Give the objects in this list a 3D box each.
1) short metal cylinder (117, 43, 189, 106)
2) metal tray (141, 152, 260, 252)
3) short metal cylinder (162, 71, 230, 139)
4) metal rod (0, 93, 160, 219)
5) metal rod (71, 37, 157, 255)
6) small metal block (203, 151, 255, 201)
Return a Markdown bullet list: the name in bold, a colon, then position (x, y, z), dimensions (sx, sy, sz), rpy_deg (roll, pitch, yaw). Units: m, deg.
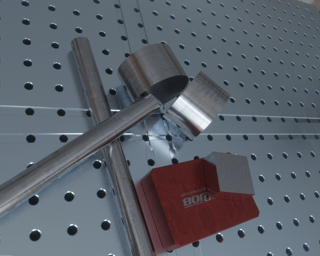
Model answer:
- **short metal cylinder**: position (-0.009, -0.065, 0.409), dimensions (0.081, 0.080, 0.050), rpy_deg (-17, 71, -35)
- **metal tray**: position (0.052, 0.085, 0.382), dimensions (0.131, 0.030, 0.090), rpy_deg (-8, 66, -32)
- **short metal cylinder**: position (0.048, -0.031, 0.419), dimensions (0.050, 0.080, 0.080), rpy_deg (40, 51, -2)
- **metal rod**: position (-0.113, 0.044, 0.300), dimensions (0.302, 0.025, 0.025), rpy_deg (-36, 83, -32)
- **metal rod**: position (-0.060, 0.015, 0.367), dimensions (0.025, 0.025, 0.299), rpy_deg (-7, 65, -32)
- **small metal block**: position (0.084, 0.059, 0.380), dimensions (0.050, 0.025, 0.050), rpy_deg (10, 57, -23)
